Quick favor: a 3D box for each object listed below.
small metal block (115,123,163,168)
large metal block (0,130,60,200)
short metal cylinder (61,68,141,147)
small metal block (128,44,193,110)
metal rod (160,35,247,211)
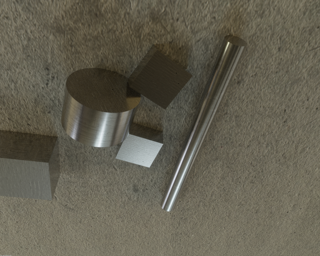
[{"bbox_3d":[-0.029,0.023,0.427,0.050,0.025,0.050,17,128,-15],"label":"small metal block"},{"bbox_3d":[-0.188,0.053,0.433,0.081,0.050,0.079,7,130,-7],"label":"large metal block"},{"bbox_3d":[-0.067,-0.024,0.350,0.081,0.080,0.050,13,129,-12],"label":"short metal cylinder"},{"bbox_3d":[0.000,-0.057,0.351,0.050,0.025,0.050,31,109,-25],"label":"small metal block"},{"bbox_3d":[0.047,0.018,0.423,0.025,0.025,0.298,10,130,-9],"label":"metal rod"}]
